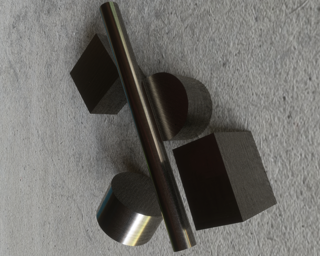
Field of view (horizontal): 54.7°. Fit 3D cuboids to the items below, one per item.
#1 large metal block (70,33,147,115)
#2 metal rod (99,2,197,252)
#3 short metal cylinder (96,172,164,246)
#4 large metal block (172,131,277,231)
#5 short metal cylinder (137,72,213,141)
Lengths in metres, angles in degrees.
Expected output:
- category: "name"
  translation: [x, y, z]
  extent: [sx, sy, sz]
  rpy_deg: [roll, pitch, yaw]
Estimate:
- category: "large metal block"
  translation: [-0.078, -0.076, 0.453]
  extent: [0.080, 0.050, 0.080]
  rpy_deg: [-46, 63, 30]
- category: "metal rod"
  translation: [-0.020, -0.014, 0.355]
  extent: [0.025, 0.025, 0.299]
  rpy_deg: [-29, 72, 36]
- category: "short metal cylinder"
  translation: [-0.034, 0.102, 0.397]
  extent: [0.080, 0.081, 0.050]
  rpy_deg: [42, 115, 32]
- category: "large metal block"
  translation: [0.067, 0.050, 0.314]
  extent: [0.050, 0.081, 0.080]
  rpy_deg: [-26, 74, 37]
- category: "short metal cylinder"
  translation: [0.016, -0.024, 0.376]
  extent: [0.080, 0.050, 0.080]
  rpy_deg: [0, 90, 40]
